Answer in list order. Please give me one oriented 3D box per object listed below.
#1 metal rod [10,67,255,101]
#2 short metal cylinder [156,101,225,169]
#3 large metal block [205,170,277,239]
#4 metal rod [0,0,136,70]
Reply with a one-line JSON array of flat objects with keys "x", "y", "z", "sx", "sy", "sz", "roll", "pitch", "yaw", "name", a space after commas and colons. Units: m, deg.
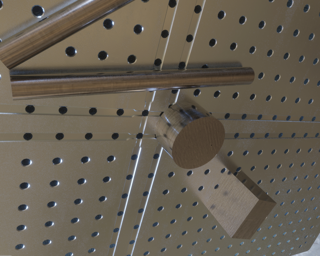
[{"x": -0.011, "y": -0.057, "z": 0.371, "sx": 0.303, "sy": 0.025, "sz": 0.025, "roll": -7, "pitch": 122, "yaw": -25, "name": "metal rod"}, {"x": 0.041, "y": 0.009, "z": 0.425, "sx": 0.081, "sy": 0.050, "sz": 0.079, "roll": -14, "pitch": 124, "yaw": -21, "name": "short metal cylinder"}, {"x": 0.137, "y": 0.132, "z": 0.535, "sx": 0.050, "sy": 0.080, "sz": 0.080, "roll": 19, "pitch": 108, "yaw": -36, "name": "large metal block"}, {"x": -0.022, "y": -0.145, "z": 0.310, "sx": 0.301, "sy": 0.025, "sz": 0.025, "roll": -32, "pitch": 129, "yaw": -8, "name": "metal rod"}]
